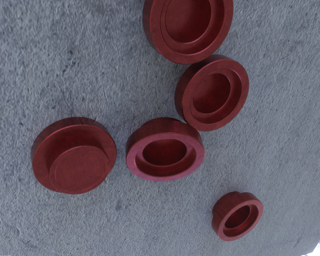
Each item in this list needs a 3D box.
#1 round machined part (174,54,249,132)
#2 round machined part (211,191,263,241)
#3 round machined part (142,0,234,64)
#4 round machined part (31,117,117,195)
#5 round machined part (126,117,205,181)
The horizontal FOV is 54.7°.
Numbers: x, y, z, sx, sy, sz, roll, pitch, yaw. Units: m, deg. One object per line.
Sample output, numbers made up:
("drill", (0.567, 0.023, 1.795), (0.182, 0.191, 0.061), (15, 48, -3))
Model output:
("round machined part", (0.062, -0.048, 0.400), (0.099, 0.042, 0.097), (-14, 124, -21))
("round machined part", (0.135, 0.155, 0.566), (0.099, 0.042, 0.097), (-14, 124, -21))
("round machined part", (0.026, -0.122, 0.334), (0.099, 0.042, 0.097), (-14, 124, -21))
("round machined part", (-0.098, 0.039, 0.366), (0.099, 0.042, 0.097), (-14, 124, -21))
("round machined part", (0.005, 0.024, 0.398), (0.099, 0.042, 0.097), (-4, 136, -4))
